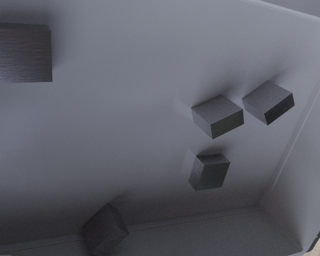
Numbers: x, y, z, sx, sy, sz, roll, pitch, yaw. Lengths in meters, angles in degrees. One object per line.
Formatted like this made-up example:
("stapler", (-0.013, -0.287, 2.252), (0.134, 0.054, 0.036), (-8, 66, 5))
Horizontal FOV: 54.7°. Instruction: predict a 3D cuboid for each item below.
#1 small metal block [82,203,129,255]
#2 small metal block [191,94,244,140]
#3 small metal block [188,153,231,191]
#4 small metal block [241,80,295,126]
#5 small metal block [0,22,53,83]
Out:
("small metal block", (-0.078, 0.144, 0.439), (0.050, 0.050, 0.025), (-43, 129, 1))
("small metal block", (0.078, -0.017, 0.425), (0.050, 0.050, 0.025), (-25, 128, -13))
("small metal block", (0.078, 0.070, 0.495), (0.050, 0.025, 0.050), (-2, 120, -27))
("small metal block", (0.158, -0.038, 0.455), (0.050, 0.050, 0.025), (-36, 129, -5))
("small metal block", (-0.131, -0.071, 0.293), (0.050, 0.025, 0.050), (-6, 121, -26))
